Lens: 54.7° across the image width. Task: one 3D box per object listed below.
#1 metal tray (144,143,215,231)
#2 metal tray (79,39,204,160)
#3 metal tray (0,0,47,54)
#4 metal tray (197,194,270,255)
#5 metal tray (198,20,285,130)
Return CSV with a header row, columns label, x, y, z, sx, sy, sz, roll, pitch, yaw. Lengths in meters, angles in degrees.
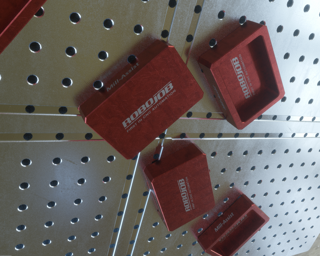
label,x,y,z,sx,sy,sz,roll,pitch,yaw
metal tray,0.035,0.096,0.489,0.091,0.030,0.129,-26,128,-13
metal tray,-0.019,-0.032,0.379,0.130,0.030,0.090,-41,130,0
metal tray,-0.137,-0.133,0.251,0.130,0.030,0.090,-47,130,4
metal tray,0.148,0.201,0.616,0.130,0.030,0.090,-45,130,3
metal tray,0.118,-0.069,0.431,0.090,0.030,0.130,-38,130,-3
